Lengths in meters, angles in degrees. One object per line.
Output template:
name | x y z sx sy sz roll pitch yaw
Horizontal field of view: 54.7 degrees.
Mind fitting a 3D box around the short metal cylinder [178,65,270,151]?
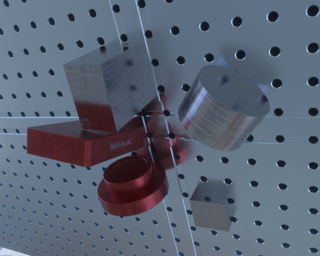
short metal cylinder | 0.066 -0.022 0.327 0.080 0.080 0.050 33 129 6

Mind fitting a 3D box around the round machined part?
round machined part | -0.040 0.073 0.430 0.098 0.098 0.042 0 118 28

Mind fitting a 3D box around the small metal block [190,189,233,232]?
small metal block | 0.074 0.118 0.445 0.050 0.025 0.050 1 119 27

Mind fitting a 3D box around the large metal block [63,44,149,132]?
large metal block | -0.061 -0.051 0.376 0.050 0.080 0.079 5 121 26

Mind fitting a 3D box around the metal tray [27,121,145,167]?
metal tray | -0.088 0.013 0.397 0.090 0.131 0.030 9 100 23
